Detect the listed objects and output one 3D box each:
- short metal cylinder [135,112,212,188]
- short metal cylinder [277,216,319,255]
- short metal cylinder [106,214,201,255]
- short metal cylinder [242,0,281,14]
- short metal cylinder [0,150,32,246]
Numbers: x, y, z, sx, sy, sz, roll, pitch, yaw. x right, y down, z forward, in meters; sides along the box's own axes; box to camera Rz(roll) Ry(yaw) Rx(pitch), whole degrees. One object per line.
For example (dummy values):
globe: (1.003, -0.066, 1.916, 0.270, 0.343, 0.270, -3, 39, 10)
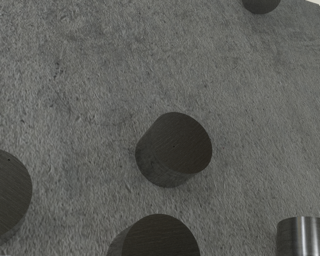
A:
short metal cylinder: (0.016, 0.027, 0.380, 0.081, 0.050, 0.080, 14, 56, -21)
short metal cylinder: (0.185, 0.149, 0.377, 0.080, 0.080, 0.050, 25, 53, -13)
short metal cylinder: (-0.007, 0.131, 0.304, 0.081, 0.050, 0.080, 14, 56, -21)
short metal cylinder: (0.221, -0.295, 0.667, 0.080, 0.080, 0.050, 29, 52, -10)
short metal cylinder: (-0.155, 0.062, 0.266, 0.081, 0.050, 0.080, 14, 56, -21)
